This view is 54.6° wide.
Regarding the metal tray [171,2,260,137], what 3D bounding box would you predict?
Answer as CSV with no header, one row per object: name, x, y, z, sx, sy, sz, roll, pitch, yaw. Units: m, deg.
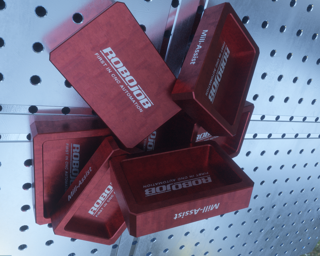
metal tray,0.070,-0.066,0.361,0.090,0.030,0.130,38,64,-38

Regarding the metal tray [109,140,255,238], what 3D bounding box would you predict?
metal tray,0.020,0.057,0.331,0.131,0.090,0.030,-9,122,-19

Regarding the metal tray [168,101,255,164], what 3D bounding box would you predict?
metal tray,0.072,0.011,0.430,0.131,0.030,0.089,-16,127,-40

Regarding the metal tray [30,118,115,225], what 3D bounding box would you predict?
metal tray,-0.108,0.053,0.382,0.091,0.030,0.129,-5,120,-27

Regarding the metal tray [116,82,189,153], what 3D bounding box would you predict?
metal tray,-0.011,0.007,0.405,0.091,0.030,0.129,-6,119,-28

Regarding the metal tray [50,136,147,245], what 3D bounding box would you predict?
metal tray,-0.062,0.082,0.385,0.090,0.030,0.130,30,102,-38

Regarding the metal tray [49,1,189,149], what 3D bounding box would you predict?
metal tray,-0.039,-0.053,0.331,0.090,0.030,0.130,-39,114,-2

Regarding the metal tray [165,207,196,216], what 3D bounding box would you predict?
metal tray,0.040,0.098,0.447,0.090,0.030,0.130,-26,161,-12
